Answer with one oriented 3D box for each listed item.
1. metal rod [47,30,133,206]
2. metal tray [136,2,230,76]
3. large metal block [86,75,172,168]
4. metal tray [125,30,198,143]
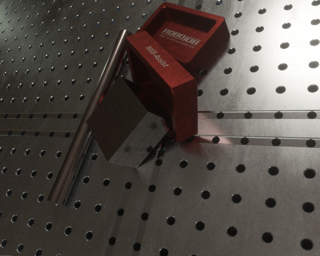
[{"bbox_3d":[-0.099,-0.030,0.476,0.025,0.025,0.300,3,63,29],"label":"metal rod"},{"bbox_3d":[0.028,-0.140,0.474,0.130,0.030,0.090,33,79,37],"label":"metal tray"},{"bbox_3d":[-0.041,-0.007,0.403,0.080,0.050,0.080,-50,50,15],"label":"large metal block"},{"bbox_3d":[0.001,-0.054,0.395,0.030,0.090,0.130,-25,50,-15],"label":"metal tray"}]
